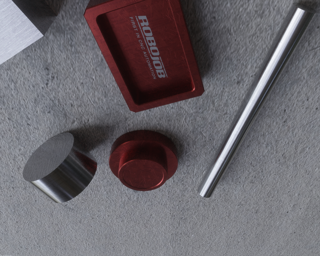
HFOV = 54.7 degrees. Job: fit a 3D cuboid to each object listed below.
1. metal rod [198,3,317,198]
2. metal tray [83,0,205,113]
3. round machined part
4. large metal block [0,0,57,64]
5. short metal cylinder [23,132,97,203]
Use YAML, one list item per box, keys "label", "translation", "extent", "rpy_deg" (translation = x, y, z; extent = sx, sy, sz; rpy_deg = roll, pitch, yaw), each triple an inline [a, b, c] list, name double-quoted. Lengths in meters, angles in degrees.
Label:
- label: "metal rod"
  translation: [0.108, -0.009, 0.401]
  extent: [0.025, 0.025, 0.298]
  rpy_deg: [10, 129, -9]
- label: "metal tray"
  translation: [-0.011, -0.083, 0.332]
  extent: [0.090, 0.030, 0.129]
  rpy_deg: [-14, 129, 11]
- label: "round machined part"
  translation: [-0.024, 0.053, 0.441]
  extent: [0.099, 0.042, 0.097]
  rpy_deg: [-1, 130, 0]
- label: "large metal block"
  translation: [-0.162, -0.111, 0.294]
  extent: [0.080, 0.050, 0.080]
  rpy_deg: [-25, 126, 19]
- label: "short metal cylinder"
  translation: [-0.132, 0.052, 0.414]
  extent: [0.080, 0.080, 0.050]
  rpy_deg: [-23, 127, 17]
